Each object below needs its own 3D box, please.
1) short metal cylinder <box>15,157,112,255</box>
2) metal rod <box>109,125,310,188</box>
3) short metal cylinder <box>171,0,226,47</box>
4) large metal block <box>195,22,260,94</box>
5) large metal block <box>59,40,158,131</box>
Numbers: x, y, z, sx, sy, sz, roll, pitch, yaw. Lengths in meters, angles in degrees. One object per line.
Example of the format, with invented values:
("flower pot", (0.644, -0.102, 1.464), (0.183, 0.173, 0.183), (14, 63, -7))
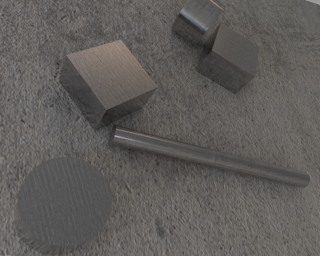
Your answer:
("short metal cylinder", (-0.092, 0.074, 0.293), (0.081, 0.050, 0.080), (14, 56, -21))
("metal rod", (0.081, 0.044, 0.420), (0.302, 0.025, 0.025), (14, 56, -20))
("short metal cylinder", (0.063, -0.183, 0.514), (0.050, 0.080, 0.080), (37, 51, -4))
("large metal block", (0.115, -0.117, 0.521), (0.080, 0.050, 0.080), (29, 52, -10))
("large metal block", (-0.065, -0.055, 0.386), (0.081, 0.050, 0.080), (-30, 78, -38))
